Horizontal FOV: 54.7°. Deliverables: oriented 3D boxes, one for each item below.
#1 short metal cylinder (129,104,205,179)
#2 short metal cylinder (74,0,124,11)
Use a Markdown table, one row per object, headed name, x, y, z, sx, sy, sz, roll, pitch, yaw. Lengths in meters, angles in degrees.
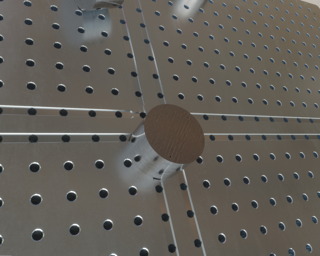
| name | x | y | z | sx | sy | sz | roll | pitch | yaw |
| --- | --- | --- | --- | --- | --- | --- | --- | --- | --- |
| short metal cylinder | 0.008 | 0.017 | 0.386 | 0.081 | 0.050 | 0.080 | 14 | 56 | -21 |
| short metal cylinder | -0.093 | -0.216 | 0.455 | 0.050 | 0.080 | 0.080 | -24 | 75 | -37 |
